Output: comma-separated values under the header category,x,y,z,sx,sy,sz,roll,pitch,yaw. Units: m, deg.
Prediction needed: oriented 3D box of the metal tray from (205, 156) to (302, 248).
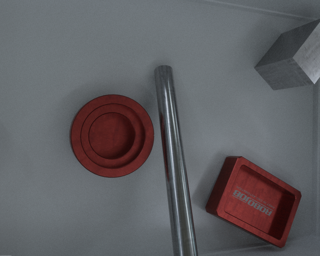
category,x,y,z,sx,sy,sz,roll,pitch,yaw
metal tray,0.141,0.109,0.457,0.131,0.030,0.090,30,75,-17

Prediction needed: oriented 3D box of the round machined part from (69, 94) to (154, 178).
category,x,y,z,sx,sy,sz,roll,pitch,yaw
round machined part,-0.060,0.009,0.380,0.099,0.042,0.097,0,90,-21

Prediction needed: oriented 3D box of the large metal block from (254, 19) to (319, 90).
category,x,y,z,sx,sy,sz,roll,pitch,yaw
large metal block,0.202,-0.106,0.458,0.050,0.080,0.080,44,76,-15

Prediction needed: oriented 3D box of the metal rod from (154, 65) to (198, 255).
category,x,y,z,sx,sy,sz,roll,pitch,yaw
metal rod,0.019,0.058,0.353,0.025,0.025,0.299,4,63,-20
